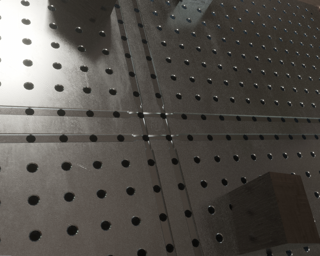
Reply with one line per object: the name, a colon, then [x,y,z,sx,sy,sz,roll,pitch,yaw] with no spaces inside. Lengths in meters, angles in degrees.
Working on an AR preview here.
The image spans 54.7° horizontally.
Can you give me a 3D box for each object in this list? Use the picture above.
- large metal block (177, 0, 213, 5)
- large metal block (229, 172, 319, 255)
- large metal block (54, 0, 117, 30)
large metal block: [0.063,-0.292,0.607,0.081,0.050,0.080,-12,68,-33]
large metal block: [0.136,0.108,0.383,0.050,0.080,0.080,10,58,-24]
large metal block: [-0.105,-0.205,0.442,0.080,0.080,0.050,36,51,-5]
